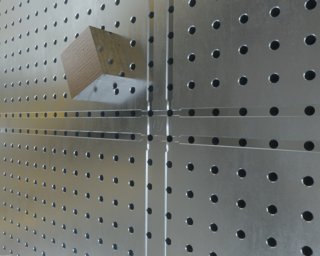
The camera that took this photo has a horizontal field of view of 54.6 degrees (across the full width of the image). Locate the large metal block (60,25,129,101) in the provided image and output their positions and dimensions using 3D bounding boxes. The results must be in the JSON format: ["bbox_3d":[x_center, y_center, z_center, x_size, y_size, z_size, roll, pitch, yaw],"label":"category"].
[{"bbox_3d":[-0.102,-0.096,0.479,0.080,0.050,0.080,-29,72,36],"label":"large metal block"}]
